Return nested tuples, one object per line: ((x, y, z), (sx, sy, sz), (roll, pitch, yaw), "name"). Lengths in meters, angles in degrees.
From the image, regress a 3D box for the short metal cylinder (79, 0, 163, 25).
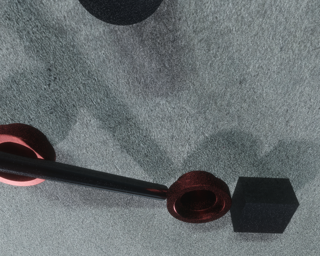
((-0.034, -0.139, 0.272), (0.081, 0.050, 0.079), (0, 130, 0), "short metal cylinder")

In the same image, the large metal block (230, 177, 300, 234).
((0.163, 0.125, 0.499), (0.081, 0.050, 0.079), (3, 130, -3), "large metal block")

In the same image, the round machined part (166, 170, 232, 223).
((0.059, 0.104, 0.485), (0.099, 0.042, 0.097), (0, 130, 0), "round machined part")

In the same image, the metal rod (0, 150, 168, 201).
((-0.114, 0.064, 0.415), (0.302, 0.025, 0.025), (19, 129, -33), "metal rod")

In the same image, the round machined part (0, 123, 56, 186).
((-0.191, 0.032, 0.421), (0.099, 0.042, 0.097), (0, 130, 0), "round machined part")
